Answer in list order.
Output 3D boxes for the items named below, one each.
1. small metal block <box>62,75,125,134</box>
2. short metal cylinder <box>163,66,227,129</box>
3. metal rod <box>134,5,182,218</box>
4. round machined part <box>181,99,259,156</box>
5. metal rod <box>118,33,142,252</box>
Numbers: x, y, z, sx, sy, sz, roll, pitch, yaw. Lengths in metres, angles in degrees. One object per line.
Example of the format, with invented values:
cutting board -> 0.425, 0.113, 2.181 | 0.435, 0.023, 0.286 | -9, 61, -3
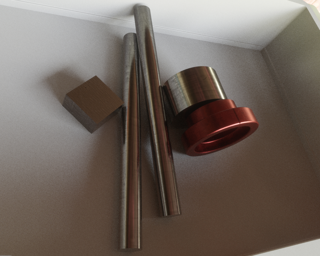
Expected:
small metal block -> -0.081, -0.029, 0.381 | 0.050, 0.025, 0.050 | 44, 51, 2
short metal cylinder -> 0.048, -0.040, 0.422 | 0.081, 0.080, 0.050 | -4, 64, -30
metal rod -> -0.007, -0.037, 0.408 | 0.025, 0.025, 0.299 | 3, 65, -27
round machined part -> 0.073, -0.003, 0.401 | 0.099, 0.097, 0.042 | -7, 66, -32
metal rod -> -0.036, -0.005, 0.390 | 0.025, 0.025, 0.299 | 11, 57, -23
